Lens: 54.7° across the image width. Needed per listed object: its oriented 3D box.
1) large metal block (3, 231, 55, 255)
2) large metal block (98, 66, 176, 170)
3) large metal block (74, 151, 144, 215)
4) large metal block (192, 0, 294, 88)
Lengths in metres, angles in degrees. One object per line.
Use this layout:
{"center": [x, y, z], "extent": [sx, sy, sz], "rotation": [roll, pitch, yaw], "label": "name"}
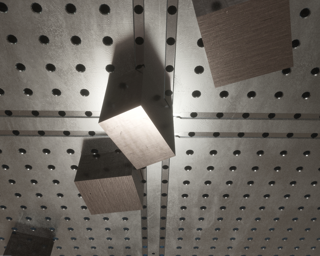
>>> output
{"center": [-0.261, 0.253, 0.607], "extent": [0.081, 0.050, 0.079], "rotation": [19, 128, -16], "label": "large metal block"}
{"center": [-0.023, -0.012, 0.365], "extent": [0.050, 0.080, 0.080], "rotation": [-22, 127, 17], "label": "large metal block"}
{"center": [-0.072, 0.082, 0.464], "extent": [0.080, 0.050, 0.080], "rotation": [-7, 130, 5], "label": "large metal block"}
{"center": [0.084, -0.097, 0.314], "extent": [0.080, 0.050, 0.080], "rotation": [-15, 129, 11], "label": "large metal block"}
